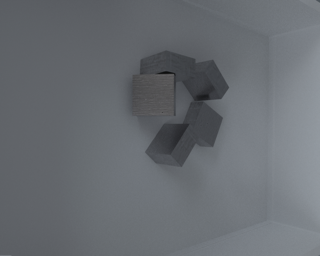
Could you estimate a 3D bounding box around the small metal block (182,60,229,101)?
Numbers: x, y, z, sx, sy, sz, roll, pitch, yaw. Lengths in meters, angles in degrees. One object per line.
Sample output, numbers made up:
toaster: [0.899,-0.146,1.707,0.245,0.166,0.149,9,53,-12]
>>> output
small metal block: [0.063,-0.067,0.445,0.050,0.050,0.025,52,59,-28]

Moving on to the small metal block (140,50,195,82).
small metal block: [0.010,-0.077,0.400,0.050,0.050,0.025,4,84,-40]

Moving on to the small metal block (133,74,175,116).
small metal block: [-0.007,-0.040,0.384,0.025,0.050,0.050,-3,94,-82]

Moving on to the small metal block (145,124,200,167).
small metal block: [0.016,0.021,0.406,0.025,0.050,0.050,49,61,-29]

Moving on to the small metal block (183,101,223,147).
small metal block: [0.063,-0.005,0.462,0.050,0.025,0.050,34,69,-35]
